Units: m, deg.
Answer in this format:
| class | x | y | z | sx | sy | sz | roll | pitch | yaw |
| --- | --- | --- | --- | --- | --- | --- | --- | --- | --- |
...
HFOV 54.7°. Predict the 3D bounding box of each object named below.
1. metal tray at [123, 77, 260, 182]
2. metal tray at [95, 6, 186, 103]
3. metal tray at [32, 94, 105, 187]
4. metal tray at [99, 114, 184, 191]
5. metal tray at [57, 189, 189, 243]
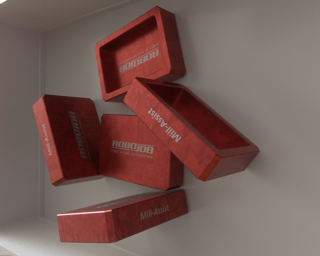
| class | x | y | z | sx | sy | sz | roll | pitch | yaw |
| --- | --- | --- | --- | --- | --- | --- | --- | --- | --- |
| metal tray | 0.033 | -0.004 | 0.333 | 0.130 | 0.091 | 0.030 | 45 | 118 | 30 |
| metal tray | -0.032 | -0.095 | 0.426 | 0.130 | 0.030 | 0.090 | -17 | 79 | 38 |
| metal tray | -0.129 | 0.016 | 0.466 | 0.030 | 0.091 | 0.129 | -30 | 72 | 35 |
| metal tray | -0.028 | 0.028 | 0.421 | 0.130 | 0.030 | 0.089 | 5 | 93 | 39 |
| metal tray | -0.039 | 0.101 | 0.365 | 0.090 | 0.131 | 0.030 | -16 | 81 | 38 |
